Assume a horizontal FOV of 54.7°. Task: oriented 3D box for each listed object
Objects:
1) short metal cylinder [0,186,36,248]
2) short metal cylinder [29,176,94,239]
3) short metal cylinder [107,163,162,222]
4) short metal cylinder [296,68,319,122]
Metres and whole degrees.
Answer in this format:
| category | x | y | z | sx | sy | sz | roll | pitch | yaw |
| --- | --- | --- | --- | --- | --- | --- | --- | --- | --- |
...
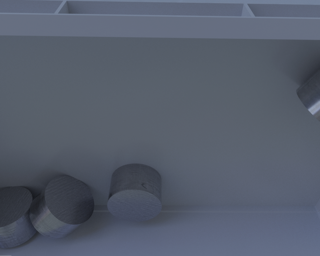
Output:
| category | x | y | z | sx | sy | sz | roll | pitch | yaw |
| --- | --- | --- | --- | --- | --- | --- | --- | --- | --- |
| short metal cylinder | -0.235 | 0.139 | 0.487 | 0.080 | 0.080 | 0.050 | -3 | 127 | 2 |
| short metal cylinder | -0.149 | 0.121 | 0.474 | 0.080 | 0.080 | 0.050 | 32 | 123 | -25 |
| short metal cylinder | -0.038 | 0.100 | 0.478 | 0.081 | 0.050 | 0.079 | 0 | 130 | 0 |
| short metal cylinder | 0.203 | -0.034 | 0.346 | 0.080 | 0.080 | 0.050 | 25 | 126 | -20 |
